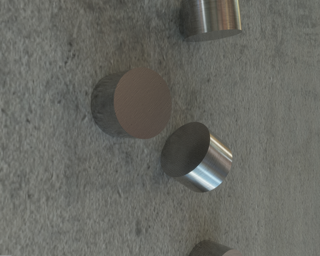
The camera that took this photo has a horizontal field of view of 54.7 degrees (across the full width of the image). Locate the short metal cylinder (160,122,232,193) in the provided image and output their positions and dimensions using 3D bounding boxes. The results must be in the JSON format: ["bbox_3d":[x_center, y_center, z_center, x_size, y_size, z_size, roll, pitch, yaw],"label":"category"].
[{"bbox_3d":[0.047,0.039,0.411,0.050,0.080,0.080,38,67,-34],"label":"short metal cylinder"}]

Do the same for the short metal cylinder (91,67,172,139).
[{"bbox_3d":[-0.033,-0.028,0.363,0.081,0.050,0.079,0,90,-40],"label":"short metal cylinder"}]

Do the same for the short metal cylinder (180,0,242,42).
[{"bbox_3d":[0.071,-0.153,0.430,0.081,0.080,0.050,-13,99,-40],"label":"short metal cylinder"}]

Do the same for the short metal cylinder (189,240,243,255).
[{"bbox_3d":[0.083,0.214,0.461,0.081,0.050,0.079,0,90,-40],"label":"short metal cylinder"}]
